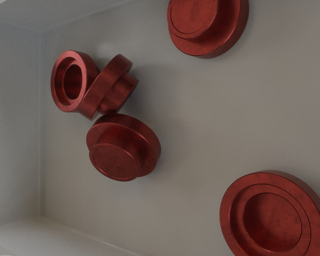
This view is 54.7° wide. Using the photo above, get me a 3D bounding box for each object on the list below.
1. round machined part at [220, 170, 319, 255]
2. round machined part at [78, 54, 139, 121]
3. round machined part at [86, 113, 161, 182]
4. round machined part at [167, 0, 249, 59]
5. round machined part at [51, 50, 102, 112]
[{"bbox_3d":[0.112,0.090,0.302,0.098,0.042,0.097,0,90,39],"label":"round machined part"},{"bbox_3d":[-0.065,-0.049,0.423,0.042,0.098,0.097,35,117,-6],"label":"round machined part"},{"bbox_3d":[-0.052,0.032,0.402,0.098,0.042,0.097,12,133,13],"label":"round machined part"},{"bbox_3d":[0.047,-0.132,0.356,0.098,0.042,0.097,0,90,39],"label":"round machined part"},{"bbox_3d":[-0.131,-0.073,0.501,0.098,0.042,0.097,0,90,39],"label":"round machined part"}]
